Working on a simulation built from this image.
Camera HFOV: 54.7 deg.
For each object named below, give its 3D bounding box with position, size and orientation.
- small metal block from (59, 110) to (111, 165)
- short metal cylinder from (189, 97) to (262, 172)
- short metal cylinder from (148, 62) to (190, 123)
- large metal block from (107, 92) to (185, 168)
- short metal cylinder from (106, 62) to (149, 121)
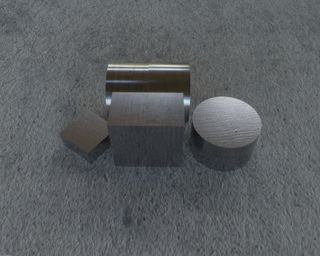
[{"bbox_3d":[-0.089,0.011,0.396,0.050,0.025,0.050,31,56,23],"label":"small metal block"},{"bbox_3d":[0.078,0.007,0.383,0.081,0.050,0.080,0,50,0],"label":"short metal cylinder"},{"bbox_3d":[0.011,-0.046,0.408,0.050,0.080,0.080,1,50,0],"label":"short metal cylinder"},{"bbox_3d":[-0.014,0.004,0.366,0.081,0.080,0.050,1,50,0],"label":"large metal block"},{"bbox_3d":[-0.039,-0.046,0.408,0.050,0.080,0.080,1,50,0],"label":"short metal cylinder"}]
